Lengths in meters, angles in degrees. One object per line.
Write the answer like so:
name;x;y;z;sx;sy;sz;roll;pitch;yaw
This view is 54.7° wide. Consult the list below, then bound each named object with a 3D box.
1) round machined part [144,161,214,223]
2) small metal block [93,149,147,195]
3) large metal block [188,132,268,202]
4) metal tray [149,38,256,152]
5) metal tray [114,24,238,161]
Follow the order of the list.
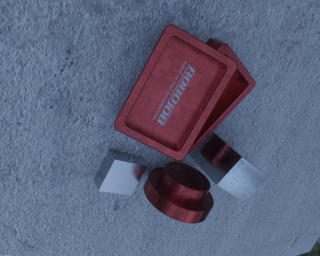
round machined part;0.031;0.082;0.429;0.099;0.098;0.042;11;113;-34
small metal block;-0.053;0.060;0.416;0.050;0.025;0.050;17;109;-35
large metal block;0.100;0.055;0.462;0.080;0.080;0.050;34;99;-39
metal tray;0.056;-0.040;0.410;0.130;0.030;0.090;-48;130;5
metal tray;0.016;-0.038;0.356;0.090;0.030;0.129;28;97;-10
